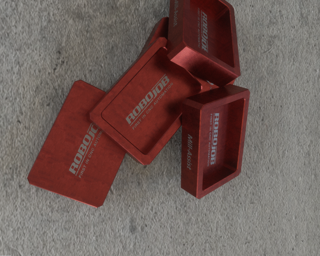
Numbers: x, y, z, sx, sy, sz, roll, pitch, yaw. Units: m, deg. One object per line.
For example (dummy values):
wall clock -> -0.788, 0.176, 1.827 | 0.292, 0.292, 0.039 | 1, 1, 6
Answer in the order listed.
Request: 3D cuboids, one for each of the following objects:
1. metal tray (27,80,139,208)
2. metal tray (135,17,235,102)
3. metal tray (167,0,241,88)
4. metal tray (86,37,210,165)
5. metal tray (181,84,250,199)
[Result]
metal tray -> -0.088, 0.019, 0.375 | 0.090, 0.030, 0.130 | 26, 81, -19
metal tray -> 0.036, -0.076, 0.422 | 0.131, 0.030, 0.090 | 28, 81, -18
metal tray -> 0.056, -0.125, 0.393 | 0.091, 0.030, 0.130 | 22, 55, -29
metal tray -> -0.011, -0.032, 0.372 | 0.090, 0.030, 0.130 | 43, 76, -15
metal tray -> 0.070, 0.017, 0.398 | 0.091, 0.030, 0.129 | -21, 122, -35
